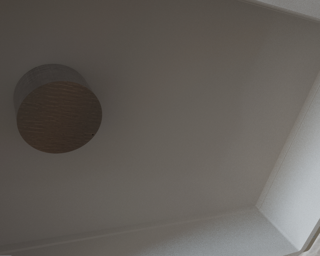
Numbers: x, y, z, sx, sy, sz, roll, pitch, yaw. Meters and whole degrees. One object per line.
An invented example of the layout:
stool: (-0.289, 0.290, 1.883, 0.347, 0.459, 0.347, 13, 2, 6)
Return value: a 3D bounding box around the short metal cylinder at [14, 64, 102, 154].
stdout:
short metal cylinder: (-0.107, -0.020, 0.322, 0.081, 0.050, 0.079, -14, 125, -21)
